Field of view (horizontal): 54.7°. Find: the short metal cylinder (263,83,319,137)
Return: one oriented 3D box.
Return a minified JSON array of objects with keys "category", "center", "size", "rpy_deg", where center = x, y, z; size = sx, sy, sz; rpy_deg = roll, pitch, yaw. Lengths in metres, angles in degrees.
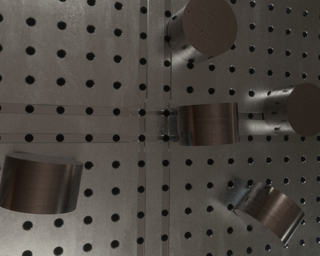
[{"category":"short metal cylinder","center":[0.209,-0.027,0.479],"size":[0.081,0.050,0.079],"rpy_deg":[0,90,-21]}]

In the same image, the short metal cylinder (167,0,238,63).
[{"category":"short metal cylinder","center":[0.057,-0.133,0.421],"size":[0.081,0.050,0.079],"rpy_deg":[0,90,-20]}]

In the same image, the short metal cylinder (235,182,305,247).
[{"category":"short metal cylinder","center":[0.155,0.123,0.443],"size":[0.080,0.080,0.050],"rpy_deg":[45,76,-15]}]

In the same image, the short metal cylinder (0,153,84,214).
[{"category":"short metal cylinder","center":[-0.128,0.058,0.337],"size":[0.081,0.080,0.050],"rpy_deg":[10,87,-20]}]

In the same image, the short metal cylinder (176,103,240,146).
[{"category":"short metal cylinder","center":[0.063,-0.005,0.408],"size":[0.081,0.080,0.050],"rpy_deg":[-4,92,-20]}]
